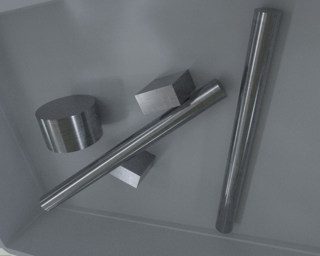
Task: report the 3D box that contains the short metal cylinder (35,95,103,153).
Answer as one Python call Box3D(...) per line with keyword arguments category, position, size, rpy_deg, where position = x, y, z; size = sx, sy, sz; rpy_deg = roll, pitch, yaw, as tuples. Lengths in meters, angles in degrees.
Box3D(category="short metal cylinder", position=(-0.125, -0.008, 0.432), size=(0.080, 0.080, 0.050), rpy_deg=(5, 121, 25))

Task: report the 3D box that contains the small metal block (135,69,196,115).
Box3D(category="small metal block", position=(0.007, -0.042, 0.361), size=(0.050, 0.050, 0.025), rpy_deg=(-12, 112, 33))

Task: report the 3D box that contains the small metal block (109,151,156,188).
Box3D(category="small metal block", position=(-0.041, 0.051, 0.444), size=(0.050, 0.050, 0.025), rpy_deg=(27, 127, 11))

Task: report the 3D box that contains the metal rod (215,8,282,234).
Box3D(category="metal rod", position=(0.096, 0.017, 0.367), size=(0.025, 0.025, 0.298), rpy_deg=(15, 125, 19))

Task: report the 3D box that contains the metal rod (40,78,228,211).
Box3D(category="metal rod", position=(-0.048, 0.032, 0.399), size=(0.300, 0.025, 0.025), rpy_deg=(-34, 100, 21))
